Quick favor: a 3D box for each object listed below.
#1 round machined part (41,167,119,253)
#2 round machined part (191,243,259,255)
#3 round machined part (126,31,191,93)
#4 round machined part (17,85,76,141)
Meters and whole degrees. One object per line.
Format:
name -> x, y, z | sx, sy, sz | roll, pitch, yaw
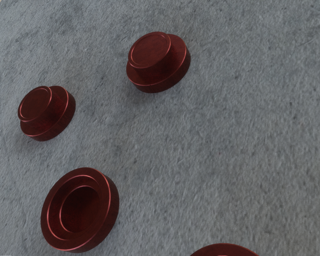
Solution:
round machined part -> -0.092, 0.101, 0.377 | 0.098, 0.042, 0.098 | -13, 56, 20
round machined part -> 0.061, 0.154, 0.266 | 0.098, 0.042, 0.098 | -13, 56, 20
round machined part -> -0.008, -0.103, 0.459 | 0.098, 0.042, 0.098 | -13, 56, 20
round machined part -> -0.193, -0.030, 0.510 | 0.098, 0.042, 0.098 | -13, 56, 20
